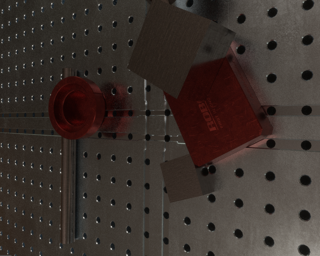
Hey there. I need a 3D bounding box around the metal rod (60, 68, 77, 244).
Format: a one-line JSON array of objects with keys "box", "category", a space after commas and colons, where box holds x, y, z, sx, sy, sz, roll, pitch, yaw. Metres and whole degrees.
[{"box": [-0.158, 0.048, 0.536, 0.025, 0.025, 0.298, 2, 91, 39], "category": "metal rod"}]

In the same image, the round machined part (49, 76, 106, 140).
[{"box": [-0.126, -0.031, 0.492, 0.098, 0.042, 0.097, 0, 91, 28], "category": "round machined part"}]

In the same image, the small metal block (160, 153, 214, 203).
[{"box": [0.032, 0.061, 0.381, 0.050, 0.025, 0.050, -24, 75, 37], "category": "small metal block"}]

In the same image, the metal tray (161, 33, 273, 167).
[{"box": [0.058, -0.032, 0.357, 0.090, 0.030, 0.130, -34, 69, 34], "category": "metal tray"}]

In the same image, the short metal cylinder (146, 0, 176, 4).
[{"box": [0.007, -0.182, 0.359, 0.080, 0.050, 0.080, -40, 25, 23], "category": "short metal cylinder"}]

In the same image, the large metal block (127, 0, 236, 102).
[{"box": [0.021, -0.083, 0.335, 0.080, 0.050, 0.079, 36, 112, 33], "category": "large metal block"}]
